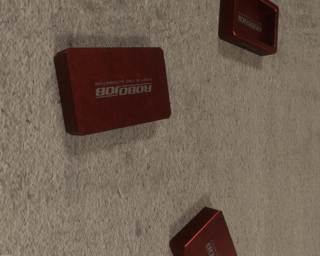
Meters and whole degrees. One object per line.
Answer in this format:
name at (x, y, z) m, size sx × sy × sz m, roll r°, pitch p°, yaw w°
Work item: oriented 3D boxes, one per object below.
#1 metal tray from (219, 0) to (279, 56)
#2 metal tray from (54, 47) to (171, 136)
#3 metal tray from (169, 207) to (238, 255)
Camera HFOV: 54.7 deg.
metal tray at (0.157, -0.184, 0.535) m, size 0.131 × 0.030 × 0.089 m, roll 6°, pitch 86°, yaw -40°
metal tray at (-0.049, -0.046, 0.362) m, size 0.131 × 0.030 × 0.089 m, roll -13°, pitch 98°, yaw -40°
metal tray at (0.073, 0.198, 0.466) m, size 0.091 × 0.030 × 0.129 m, roll -33°, pitch 111°, yaw -35°
